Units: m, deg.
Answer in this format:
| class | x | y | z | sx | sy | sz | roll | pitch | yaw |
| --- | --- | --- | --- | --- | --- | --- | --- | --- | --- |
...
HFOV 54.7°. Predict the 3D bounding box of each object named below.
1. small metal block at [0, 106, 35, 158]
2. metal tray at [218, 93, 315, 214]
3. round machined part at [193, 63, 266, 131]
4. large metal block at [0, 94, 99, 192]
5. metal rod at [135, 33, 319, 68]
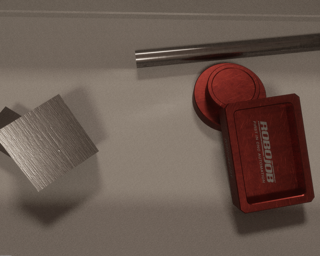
| class | x | y | z | sx | sy | sz | roll | pitch | yaw |
| --- | --- | --- | --- | --- | --- | --- | --- | --- | --- |
| small metal block | -0.193 | 0.008 | 0.404 | 0.050 | 0.025 | 0.050 | 30 | 72 | 10 |
| metal tray | 0.127 | 0.029 | 0.374 | 0.091 | 0.030 | 0.129 | -9 | 91 | -4 |
| round machined part | 0.095 | -0.046 | 0.419 | 0.099 | 0.042 | 0.098 | 0 | 70 | -1 |
| large metal block | -0.133 | 0.015 | 0.372 | 0.080 | 0.050 | 0.080 | -35 | 103 | -12 |
| metal rod | 0.116 | -0.115 | 0.452 | 0.302 | 0.025 | 0.025 | -6 | 70 | -3 |
